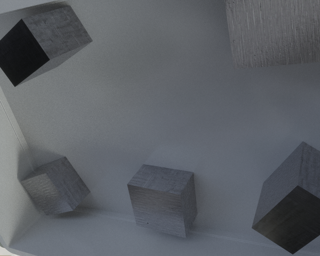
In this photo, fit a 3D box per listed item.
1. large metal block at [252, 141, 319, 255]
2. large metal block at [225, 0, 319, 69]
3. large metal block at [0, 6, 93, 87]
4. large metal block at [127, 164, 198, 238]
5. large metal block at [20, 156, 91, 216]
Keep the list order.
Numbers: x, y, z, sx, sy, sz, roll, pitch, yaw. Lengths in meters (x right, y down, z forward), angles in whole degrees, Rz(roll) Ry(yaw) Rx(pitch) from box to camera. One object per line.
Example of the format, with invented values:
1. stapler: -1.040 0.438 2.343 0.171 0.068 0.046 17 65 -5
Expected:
1. large metal block: 0.151 0.075 0.339 0.050 0.080 0.079 32 129 7
2. large metal block: 0.106 -0.102 0.274 0.080 0.050 0.080 0 119 28
3. large metal block: -0.147 -0.102 0.387 0.080 0.080 0.050 -22 107 36
4. large metal block: 0.006 0.105 0.455 0.080 0.050 0.079 6 121 25
5. large metal block: -0.187 0.106 0.557 0.080 0.050 0.080 -20 108 35
